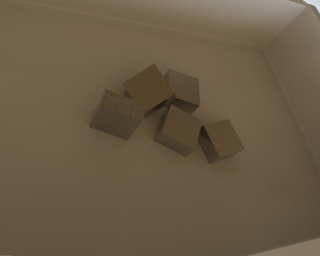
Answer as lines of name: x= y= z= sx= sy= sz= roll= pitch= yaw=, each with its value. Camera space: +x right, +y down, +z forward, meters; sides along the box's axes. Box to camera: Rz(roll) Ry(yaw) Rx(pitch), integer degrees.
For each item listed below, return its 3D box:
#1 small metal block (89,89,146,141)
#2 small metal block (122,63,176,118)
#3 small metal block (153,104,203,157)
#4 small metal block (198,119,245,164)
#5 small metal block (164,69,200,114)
small metal block: x=-0.051 y=-0.014 z=0.372 sx=0.050 sy=0.050 sz=0.025 roll=21 pitch=54 yaw=-16
small metal block: x=-0.014 y=-0.049 z=0.414 sx=0.050 sy=0.025 sz=0.050 roll=-33 pitch=79 yaw=-4
small metal block: x=0.025 y=0.004 z=0.419 sx=0.050 sy=0.025 sz=0.050 roll=28 pitch=52 yaw=-11
small metal block: x=0.085 y=0.019 z=0.442 sx=0.050 sy=0.025 sz=0.050 roll=-13 pitch=68 yaw=-34
small metal block: x=0.030 y=-0.053 z=0.456 sx=0.050 sy=0.025 sz=0.050 roll=15 pitch=55 yaw=-20
